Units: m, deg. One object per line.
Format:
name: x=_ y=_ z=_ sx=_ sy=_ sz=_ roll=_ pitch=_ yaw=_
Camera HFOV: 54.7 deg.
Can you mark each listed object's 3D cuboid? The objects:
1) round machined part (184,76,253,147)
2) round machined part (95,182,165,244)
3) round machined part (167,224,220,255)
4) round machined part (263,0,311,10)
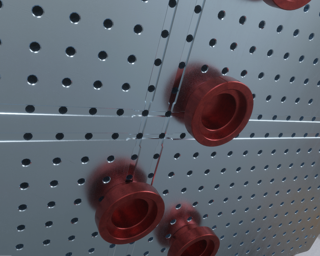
round machined part: x=0.076 y=-0.026 z=0.428 sx=0.099 sy=0.042 sz=0.097 roll=-14 pitch=125 yaw=-21
round machined part: x=-0.046 y=0.117 z=0.449 sx=0.099 sy=0.042 sz=0.097 roll=-14 pitch=125 yaw=-21
round machined part: x=0.057 y=0.216 z=0.568 sx=0.099 sy=0.042 sz=0.097 roll=-14 pitch=125 yaw=-21
round machined part: x=0.151 y=-0.194 z=0.365 sx=0.099 sy=0.042 sz=0.097 roll=-14 pitch=125 yaw=-21
